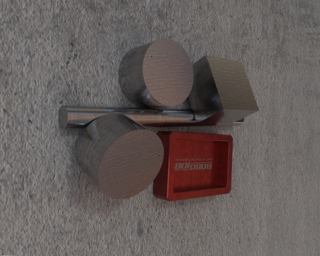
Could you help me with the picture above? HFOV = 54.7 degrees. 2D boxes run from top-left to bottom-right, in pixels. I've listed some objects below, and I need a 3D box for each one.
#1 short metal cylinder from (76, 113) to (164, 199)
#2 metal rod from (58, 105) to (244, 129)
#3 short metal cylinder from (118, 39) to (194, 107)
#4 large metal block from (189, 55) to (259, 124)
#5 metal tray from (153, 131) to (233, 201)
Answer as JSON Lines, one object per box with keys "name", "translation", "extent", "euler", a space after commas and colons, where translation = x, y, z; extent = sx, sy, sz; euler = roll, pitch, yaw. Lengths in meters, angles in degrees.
{"name": "short metal cylinder", "translation": [-0.043, 0.030, 0.338], "extent": [0.081, 0.050, 0.079], "euler": [-19, 123, -33]}
{"name": "metal rod", "translation": [0.015, -0.014, 0.420], "extent": [0.302, 0.025, 0.025], "euler": [-1, 91, -40]}
{"name": "short metal cylinder", "translation": [-0.004, -0.066, 0.386], "extent": [0.081, 0.050, 0.080], "euler": [0, 89, -40]}
{"name": "large metal block", "translation": [0.087, -0.053, 0.447], "extent": [0.081, 0.050, 0.080], "euler": [-1, 70, -40]}
{"name": "metal tray", "translation": [0.052, 0.052, 0.445], "extent": [0.131, 0.030, 0.089], "euler": [4, 87, -40]}
